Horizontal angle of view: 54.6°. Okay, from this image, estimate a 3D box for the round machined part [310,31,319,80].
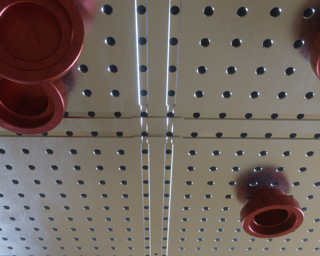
[{"bbox_3d":[0.210,-0.088,0.327,0.099,0.042,0.097,0,130,0],"label":"round machined part"}]

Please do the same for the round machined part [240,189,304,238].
[{"bbox_3d":[0.184,0.141,0.521,0.099,0.042,0.097,0,130,0],"label":"round machined part"}]

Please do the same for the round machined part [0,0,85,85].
[{"bbox_3d":[-0.125,-0.091,0.300,0.099,0.042,0.097,-1,92,-17],"label":"round machined part"}]

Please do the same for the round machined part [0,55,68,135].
[{"bbox_3d":[-0.158,-0.042,0.363,0.099,0.042,0.097,0,130,0],"label":"round machined part"}]
